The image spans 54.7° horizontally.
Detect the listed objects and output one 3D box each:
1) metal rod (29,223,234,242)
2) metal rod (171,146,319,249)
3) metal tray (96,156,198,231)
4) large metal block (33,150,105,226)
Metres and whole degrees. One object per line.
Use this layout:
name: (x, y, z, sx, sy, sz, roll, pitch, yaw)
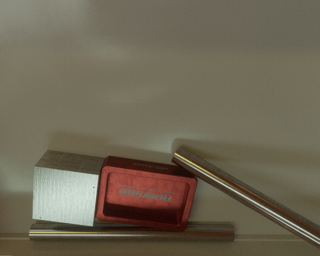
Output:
metal rod: (-0.041, 0.159, 0.469, 0.302, 0.025, 0.025, 1, 110, -1)
metal rod: (0.149, 0.108, 0.390, 0.301, 0.025, 0.025, 29, 109, 14)
metal tray: (-0.020, 0.095, 0.443, 0.131, 0.030, 0.089, 9, 110, -4)
large metal block: (-0.124, 0.082, 0.426, 0.081, 0.050, 0.079, 9, 110, -4)
